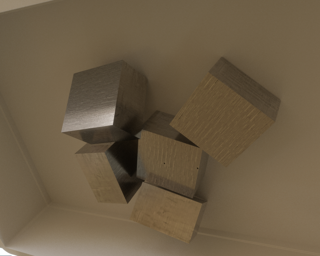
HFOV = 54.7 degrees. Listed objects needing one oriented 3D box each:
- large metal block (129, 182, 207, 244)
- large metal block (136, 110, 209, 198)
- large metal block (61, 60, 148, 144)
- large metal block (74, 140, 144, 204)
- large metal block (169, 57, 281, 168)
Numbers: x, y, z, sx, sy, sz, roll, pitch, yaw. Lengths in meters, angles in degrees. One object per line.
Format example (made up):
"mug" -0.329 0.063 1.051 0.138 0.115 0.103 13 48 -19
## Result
"large metal block" 0.015 0.112 0.423 0.080 0.080 0.050 17 83 16
"large metal block" 0.018 0.033 0.401 0.080 0.050 0.079 18 125 17
"large metal block" -0.066 -0.028 0.380 0.080 0.080 0.050 -7 157 32
"large metal block" -0.059 0.047 0.430 0.050 0.080 0.080 -6 116 30
"large metal block" 0.071 -0.017 0.342 0.080 0.050 0.080 37 129 2
